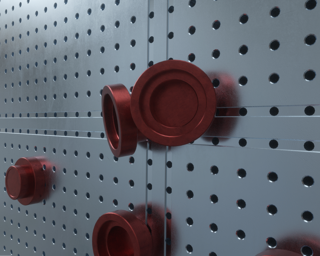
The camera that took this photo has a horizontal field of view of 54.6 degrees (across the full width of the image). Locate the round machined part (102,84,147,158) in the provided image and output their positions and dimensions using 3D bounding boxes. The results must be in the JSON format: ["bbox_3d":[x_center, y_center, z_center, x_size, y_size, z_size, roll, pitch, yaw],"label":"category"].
[{"bbox_3d":[-0.046,-0.012,0.420,0.098,0.042,0.098,171,90,-69],"label":"round machined part"}]

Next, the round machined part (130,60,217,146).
[{"bbox_3d":[0.018,-0.028,0.367,0.098,0.042,0.097,0,90,11],"label":"round machined part"}]

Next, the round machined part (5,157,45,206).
[{"bbox_3d":[-0.280,0.109,0.632,0.098,0.042,0.097,0,90,40],"label":"round machined part"}]

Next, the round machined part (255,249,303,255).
[{"bbox_3d":[0.124,0.166,0.296,0.098,0.042,0.097,0,90,40],"label":"round machined part"}]

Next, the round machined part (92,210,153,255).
[{"bbox_3d":[-0.049,0.165,0.440,0.098,0.042,0.097,0,90,40],"label":"round machined part"}]
